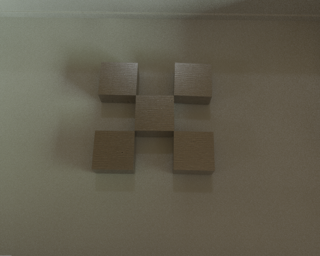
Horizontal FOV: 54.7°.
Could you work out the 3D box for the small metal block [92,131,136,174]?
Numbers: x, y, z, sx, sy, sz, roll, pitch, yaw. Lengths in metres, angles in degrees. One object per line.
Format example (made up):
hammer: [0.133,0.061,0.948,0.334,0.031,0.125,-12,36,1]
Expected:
small metal block: [-0.057,0.031,0.396,0.050,0.025,0.050,1,70,0]

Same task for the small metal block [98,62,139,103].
small metal block: [-0.056,-0.063,0.430,0.050,0.025,0.050,2,70,0]

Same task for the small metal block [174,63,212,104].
small metal block: [0.045,-0.062,0.430,0.050,0.025,0.050,2,70,1]

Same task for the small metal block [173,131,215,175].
small metal block: [0.042,0.032,0.396,0.050,0.025,0.050,1,70,0]

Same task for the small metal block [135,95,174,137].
small metal block: [-0.007,-0.016,0.413,0.050,0.025,0.050,1,70,0]
